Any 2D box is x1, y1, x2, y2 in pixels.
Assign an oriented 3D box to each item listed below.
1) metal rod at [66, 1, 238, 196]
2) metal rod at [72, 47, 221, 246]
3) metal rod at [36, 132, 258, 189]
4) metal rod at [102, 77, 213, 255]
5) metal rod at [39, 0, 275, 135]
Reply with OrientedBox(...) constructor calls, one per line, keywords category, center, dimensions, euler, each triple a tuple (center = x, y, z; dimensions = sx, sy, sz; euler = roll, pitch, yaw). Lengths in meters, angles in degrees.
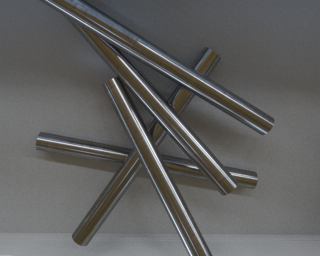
OrientedBox(category="metal rod", center=(-0.015, -0.040, 0.363), dimensions=(0.025, 0.025, 0.300), euler=(-41, 93, 13))
OrientedBox(category="metal rod", center=(-0.021, 0.029, 0.398), dimensions=(0.025, 0.025, 0.299), euler=(34, 97, -12))
OrientedBox(category="metal rod", center=(-0.014, 0.046, 0.428), dimensions=(0.302, 0.025, 0.025), euler=(11, 110, -5))
OrientedBox(category="metal rod", center=(0.010, 0.077, 0.369), dimensions=(0.025, 0.025, 0.299), euler=(-27, 88, 9))
OrientedBox(category="metal rod", center=(0.003, -0.075, 0.350), dimensions=(0.301, 0.025, 0.025), euler=(29, 107, -11))
